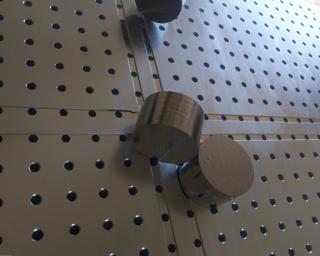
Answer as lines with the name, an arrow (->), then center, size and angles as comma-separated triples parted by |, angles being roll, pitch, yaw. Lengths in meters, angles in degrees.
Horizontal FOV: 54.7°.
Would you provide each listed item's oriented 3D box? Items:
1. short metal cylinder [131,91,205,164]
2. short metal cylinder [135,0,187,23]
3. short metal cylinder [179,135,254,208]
short metal cylinder -> 0.011, 0.001, 0.378 | 0.080, 0.080, 0.050 | 26, 53, -13
short metal cylinder -> 0.005, -0.222, 0.510 | 0.080, 0.080, 0.050 | 30, 52, -9
short metal cylinder -> 0.071, 0.056, 0.396 | 0.081, 0.050, 0.080 | 14, 56, -21
